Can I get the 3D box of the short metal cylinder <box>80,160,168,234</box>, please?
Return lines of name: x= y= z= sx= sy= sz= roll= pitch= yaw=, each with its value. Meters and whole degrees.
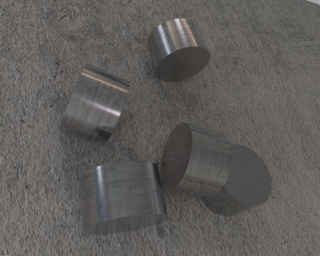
short metal cylinder: x=-0.036 y=0.070 z=0.306 sx=0.081 sy=0.080 sz=0.050 roll=3 pitch=61 yaw=-27

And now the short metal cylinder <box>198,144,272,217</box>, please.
short metal cylinder: x=0.093 y=0.067 z=0.397 sx=0.081 sy=0.050 sz=0.080 roll=14 pitch=56 yaw=-21

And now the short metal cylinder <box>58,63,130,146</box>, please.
short metal cylinder: x=-0.073 y=-0.025 z=0.345 sx=0.050 sy=0.080 sz=0.080 roll=22 pitch=54 yaw=-15

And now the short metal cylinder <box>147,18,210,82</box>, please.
short metal cylinder: x=0.026 y=-0.111 z=0.450 sx=0.081 sy=0.080 sz=0.050 roll=-3 pitch=64 yaw=-30

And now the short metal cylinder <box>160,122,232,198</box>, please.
short metal cylinder: x=0.040 y=0.038 z=0.367 sx=0.050 sy=0.080 sz=0.080 roll=16 pitch=55 yaw=-19
